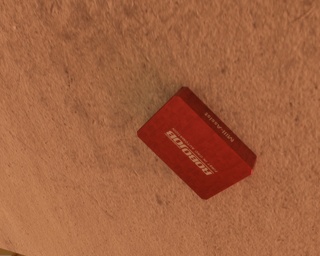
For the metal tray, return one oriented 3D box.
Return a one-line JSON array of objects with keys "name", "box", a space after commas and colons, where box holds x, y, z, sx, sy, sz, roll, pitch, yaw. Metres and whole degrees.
[{"name": "metal tray", "box": [0.045, 0.023, 0.395, 0.130, 0.030, 0.090, 45, 129, -3]}]
